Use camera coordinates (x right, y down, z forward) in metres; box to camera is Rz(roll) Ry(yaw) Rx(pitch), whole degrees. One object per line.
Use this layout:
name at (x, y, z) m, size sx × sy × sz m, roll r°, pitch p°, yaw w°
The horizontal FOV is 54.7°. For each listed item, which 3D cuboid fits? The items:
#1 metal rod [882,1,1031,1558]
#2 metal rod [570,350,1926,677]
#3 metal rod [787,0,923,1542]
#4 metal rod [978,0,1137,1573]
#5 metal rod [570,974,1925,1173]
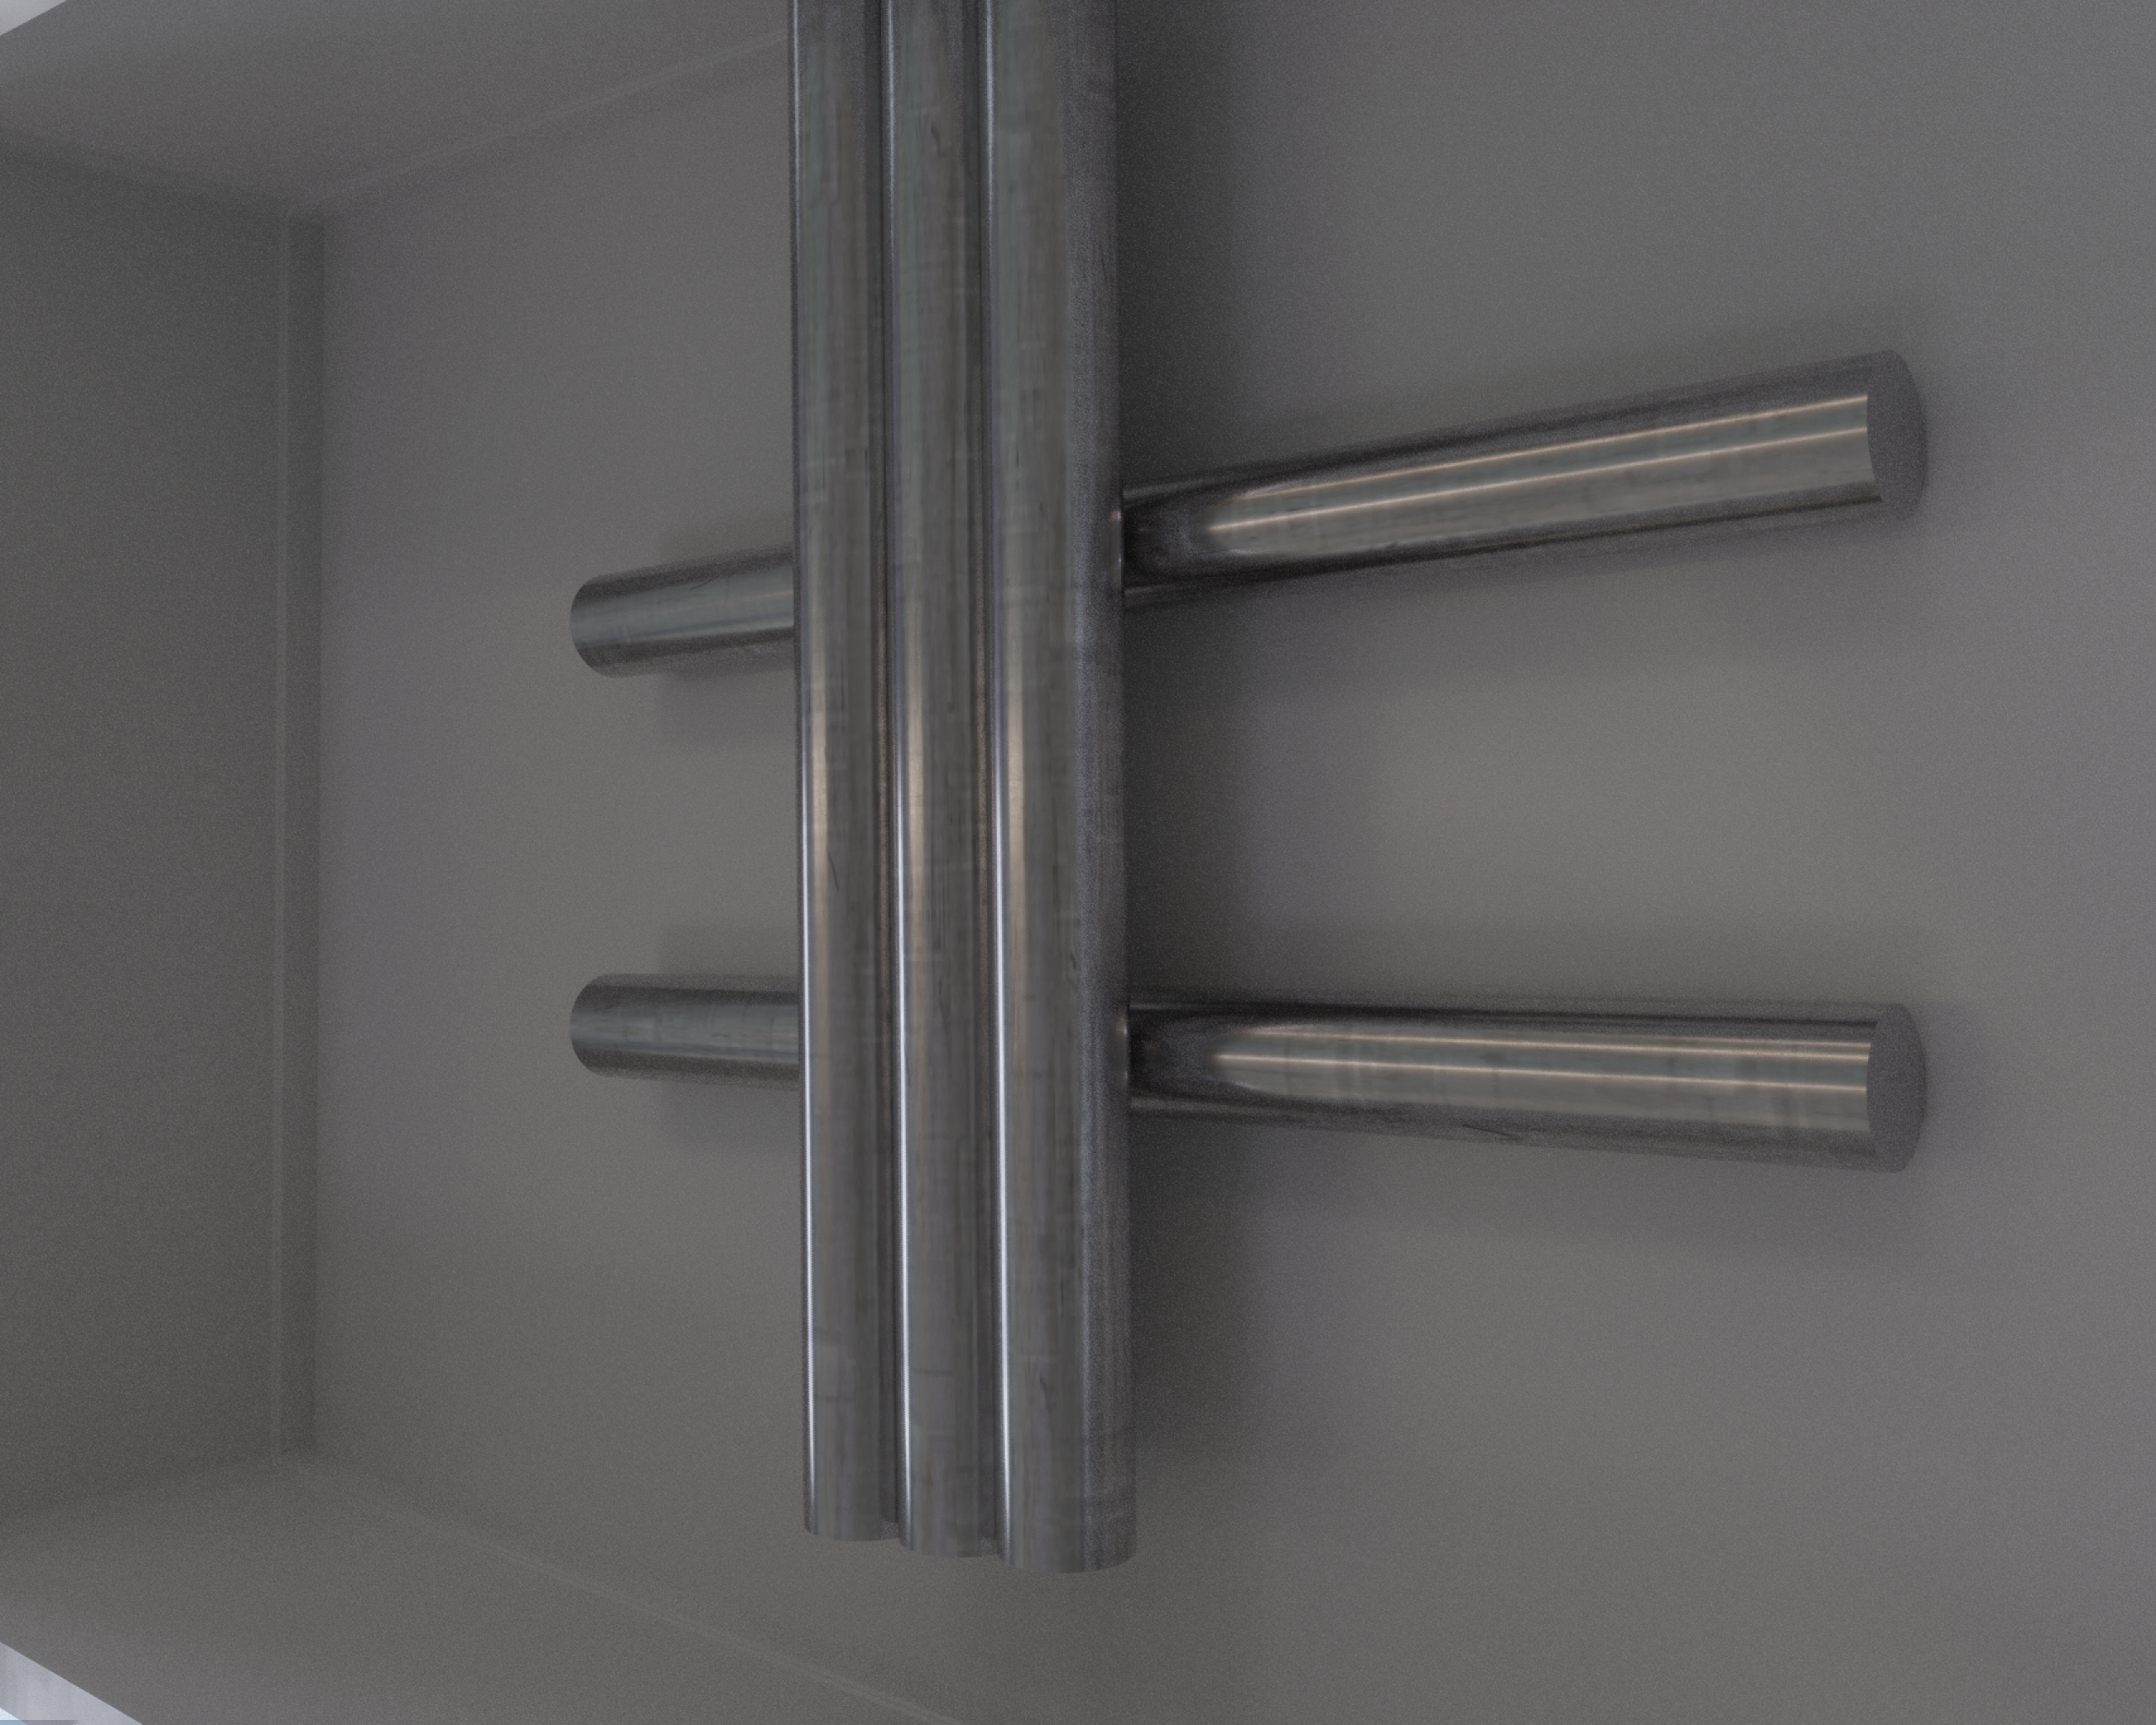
metal rod at (-0.023, -0.024, 0.390) m, size 0.025 × 0.025 × 0.298 m, roll -1°, pitch 89°, yaw 40°
metal rod at (0.005, -0.059, 0.402) m, size 0.300 × 0.025 × 0.025 m, roll -2°, pitch 89°, yaw 40°
metal rod at (-0.042, -0.021, 0.407) m, size 0.025 × 0.025 × 0.298 m, roll -1°, pitch 89°, yaw 40°
metal rod at (-0.004, -0.026, 0.375) m, size 0.025 × 0.025 × 0.298 m, roll -1°, pitch 89°, yaw 40°
metal rod at (0.005, 0.036, 0.402) m, size 0.300 × 0.025 × 0.025 m, roll -1°, pitch 89°, yaw 40°
